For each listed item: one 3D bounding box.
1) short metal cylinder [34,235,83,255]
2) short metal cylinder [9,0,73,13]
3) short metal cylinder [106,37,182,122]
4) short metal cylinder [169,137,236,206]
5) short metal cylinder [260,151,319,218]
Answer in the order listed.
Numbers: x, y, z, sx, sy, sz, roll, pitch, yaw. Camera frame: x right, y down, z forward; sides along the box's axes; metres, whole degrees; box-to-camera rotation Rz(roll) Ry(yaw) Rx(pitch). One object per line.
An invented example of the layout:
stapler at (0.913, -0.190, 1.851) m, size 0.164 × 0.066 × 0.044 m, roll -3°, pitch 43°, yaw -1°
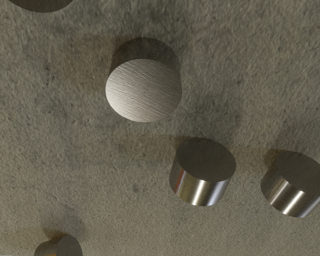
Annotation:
short metal cylinder at (-0.189, 0.248, 0.580) m, size 0.050 × 0.080 × 0.080 m, roll -20°, pitch 128°, yaw 15°
short metal cylinder at (-0.102, -0.147, 0.264) m, size 0.081 × 0.050 × 0.079 m, roll 0°, pitch 130°, yaw 0°
short metal cylinder at (-0.017, -0.053, 0.346) m, size 0.081 × 0.050 × 0.079 m, roll 0°, pitch 130°, yaw 0°
short metal cylinder at (0.056, 0.058, 0.422) m, size 0.081 × 0.080 × 0.050 m, roll 7°, pitch 130°, yaw -7°
short metal cylinder at (0.193, 0.079, 0.442) m, size 0.081 × 0.080 × 0.050 m, roll 10°, pitch 129°, yaw -9°
